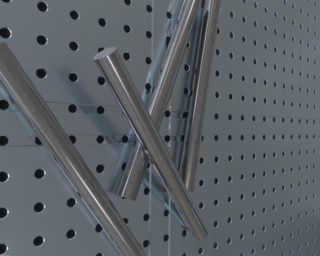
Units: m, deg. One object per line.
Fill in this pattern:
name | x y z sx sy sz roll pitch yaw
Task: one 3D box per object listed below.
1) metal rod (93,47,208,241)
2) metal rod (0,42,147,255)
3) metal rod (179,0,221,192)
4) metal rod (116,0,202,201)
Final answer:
metal rod | 0.003 0.042 0.379 0.025 0.025 0.299 -47 127 -30
metal rod | -0.087 0.051 0.335 0.025 0.025 0.299 -42 115 -32
metal rod | 0.059 -0.058 0.457 0.025 0.025 0.299 15 80 -39
metal rod | 0.004 -0.053 0.411 0.025 0.025 0.299 29 72 -36
